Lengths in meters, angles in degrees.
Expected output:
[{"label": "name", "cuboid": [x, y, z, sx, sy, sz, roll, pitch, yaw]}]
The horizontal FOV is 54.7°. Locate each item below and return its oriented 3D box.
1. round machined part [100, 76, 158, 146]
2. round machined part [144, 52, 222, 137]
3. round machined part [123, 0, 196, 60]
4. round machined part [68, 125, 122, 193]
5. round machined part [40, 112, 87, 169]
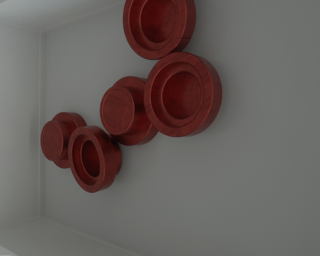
[{"label": "round machined part", "cuboid": [-0.046, -0.024, 0.432, 0.098, 0.042, 0.097, 0, 90, 39]}, {"label": "round machined part", "cuboid": [0.031, -0.038, 0.369, 0.098, 0.042, 0.097, 0, 90, 39]}, {"label": "round machined part", "cuboid": [0.004, -0.134, 0.384, 0.098, 0.042, 0.097, 10, 106, 37]}, {"label": "round machined part", "cuboid": [-0.094, 0.044, 0.464, 0.098, 0.042, 0.097, 10, 104, 44]}, {"label": "round machined part", "cuboid": [-0.168, 0.021, 0.531, 0.098, 0.042, 0.097, 0, 90, 39]}]
